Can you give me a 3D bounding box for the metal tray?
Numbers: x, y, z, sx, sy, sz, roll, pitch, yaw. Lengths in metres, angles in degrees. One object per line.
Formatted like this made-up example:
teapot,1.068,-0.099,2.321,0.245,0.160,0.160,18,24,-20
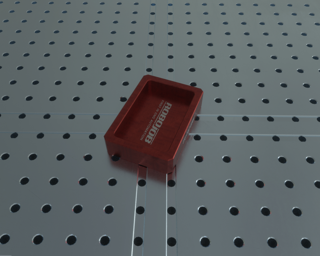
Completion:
metal tray,-0.004,-0.011,0.414,0.090,0.030,0.130,17,52,13
